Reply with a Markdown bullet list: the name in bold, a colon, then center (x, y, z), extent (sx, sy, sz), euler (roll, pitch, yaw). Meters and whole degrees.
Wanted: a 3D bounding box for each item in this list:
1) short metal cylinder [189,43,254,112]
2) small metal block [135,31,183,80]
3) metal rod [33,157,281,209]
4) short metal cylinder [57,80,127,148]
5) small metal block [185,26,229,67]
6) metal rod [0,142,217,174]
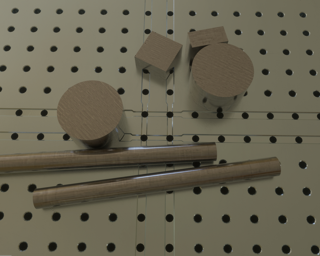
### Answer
- **short metal cylinder**: center (0.081, -0.068, 0.424), extent (0.081, 0.050, 0.080), euler (0, 70, 0)
- **small metal block**: center (-0.002, -0.105, 0.450), extent (0.050, 0.025, 0.050), euler (27, 72, 9)
- **metal rod**: center (-0.001, 0.068, 0.386), extent (0.302, 0.025, 0.025), euler (-7, 70, -3)
- **short metal cylinder**: center (-0.086, -0.015, 0.403), extent (0.081, 0.050, 0.080), euler (0, 70, 0)
- **small metal block**: center (0.065, -0.115, 0.441), extent (0.050, 0.050, 0.025), euler (-12, 70, -4)
- **metal rod**: center (-0.079, 0.039, 0.396), extent (0.302, 0.025, 0.025), euler (-3, 70, -2)
